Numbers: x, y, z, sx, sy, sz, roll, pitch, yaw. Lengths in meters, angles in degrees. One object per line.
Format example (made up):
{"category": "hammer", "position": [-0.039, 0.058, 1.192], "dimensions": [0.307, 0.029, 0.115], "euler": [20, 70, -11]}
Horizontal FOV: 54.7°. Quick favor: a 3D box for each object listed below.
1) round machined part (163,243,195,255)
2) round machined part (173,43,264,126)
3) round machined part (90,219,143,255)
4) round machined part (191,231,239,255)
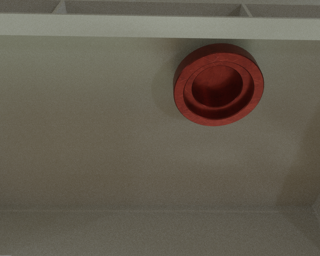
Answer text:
{"category": "round machined part", "position": [0.050, 0.272, 0.633], "dimensions": [0.099, 0.042, 0.097], "euler": [-1, 130, 0]}
{"category": "round machined part", "position": [0.064, -0.052, 0.355], "dimensions": [0.099, 0.042, 0.097], "euler": [-1, 130, 0]}
{"category": "round machined part", "position": [-0.082, 0.217, 0.584], "dimensions": [0.099, 0.042, 0.097], "euler": [-1, 130, 0]}
{"category": "round machined part", "position": [0.109, 0.248, 0.581], "dimensions": [0.099, 0.042, 0.097], "euler": [-8, 106, -27]}
